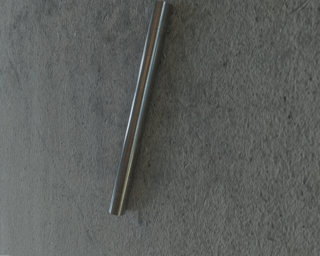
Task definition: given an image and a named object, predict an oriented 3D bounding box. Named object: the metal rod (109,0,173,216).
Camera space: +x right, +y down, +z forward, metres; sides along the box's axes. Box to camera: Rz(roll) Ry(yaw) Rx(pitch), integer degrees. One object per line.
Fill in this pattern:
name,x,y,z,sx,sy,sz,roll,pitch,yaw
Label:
metal rod,-0.030,-0.019,0.430,0.025,0.025,0.298,22,104,38
